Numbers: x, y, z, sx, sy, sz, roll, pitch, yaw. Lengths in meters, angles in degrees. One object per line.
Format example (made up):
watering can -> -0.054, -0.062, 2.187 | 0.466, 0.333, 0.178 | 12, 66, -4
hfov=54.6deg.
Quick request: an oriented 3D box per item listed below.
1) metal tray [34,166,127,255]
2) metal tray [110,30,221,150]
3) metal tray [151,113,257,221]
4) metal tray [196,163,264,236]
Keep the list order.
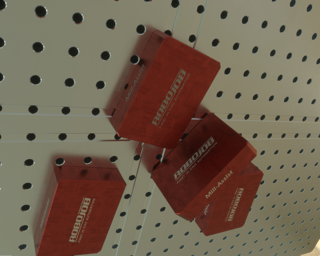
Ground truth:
metal tray -> -0.109, 0.115, 0.419 | 0.091, 0.030, 0.129 | 8, 114, -32
metal tray -> 0.006, -0.042, 0.385 | 0.091, 0.030, 0.129 | 17, 110, -35
metal tray -> 0.056, 0.051, 0.430 | 0.130, 0.090, 0.030 | -46, 129, 4
metal tray -> 0.123, 0.128, 0.553 | 0.091, 0.030, 0.129 | -4, 120, -27
